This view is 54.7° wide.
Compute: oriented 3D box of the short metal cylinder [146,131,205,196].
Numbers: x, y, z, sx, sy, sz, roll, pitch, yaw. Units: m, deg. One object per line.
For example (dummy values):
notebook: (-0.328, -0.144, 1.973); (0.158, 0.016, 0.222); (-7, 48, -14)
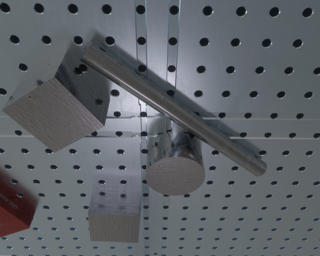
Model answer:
short metal cylinder: (0.021, 0.051, 0.439); (0.081, 0.050, 0.079); (0, 130, 0)

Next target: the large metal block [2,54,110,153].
large metal block: (-0.120, -0.027, 0.371); (0.080, 0.050, 0.080); (-26, 126, 20)

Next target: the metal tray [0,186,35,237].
metal tray: (-0.291, 0.134, 0.519); (0.090, 0.030, 0.130); (-21, 127, 17)

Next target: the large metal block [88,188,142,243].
large metal block: (-0.074, 0.148, 0.520); (0.081, 0.050, 0.079); (4, 130, -4)

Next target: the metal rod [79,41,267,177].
metal rod: (0.034, -0.012, 0.401); (0.301, 0.025, 0.025); (32, 123, -25)
